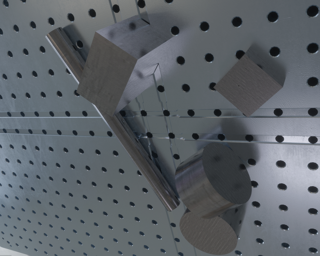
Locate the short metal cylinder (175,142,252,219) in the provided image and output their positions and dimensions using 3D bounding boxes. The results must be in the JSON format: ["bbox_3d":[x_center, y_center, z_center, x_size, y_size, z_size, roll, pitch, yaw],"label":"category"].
[{"bbox_3d":[0.066,0.065,0.381,0.080,0.080,0.050,45,129,-4],"label":"short metal cylinder"}]

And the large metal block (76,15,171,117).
[{"bbox_3d":[-0.041,-0.072,0.353,0.050,0.080,0.079,35,129,5],"label":"large metal block"}]

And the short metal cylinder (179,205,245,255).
[{"bbox_3d":[0.074,0.130,0.437,0.080,0.050,0.079,13,124,21],"label":"short metal cylinder"}]

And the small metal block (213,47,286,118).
[{"bbox_3d":[0.095,-0.048,0.331,0.050,0.025,0.050,41,129,0],"label":"small metal block"}]

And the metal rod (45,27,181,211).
[{"bbox_3d":[-0.060,-0.004,0.440,0.025,0.025,0.299,-24,106,36],"label":"metal rod"}]
